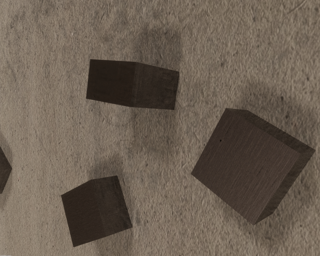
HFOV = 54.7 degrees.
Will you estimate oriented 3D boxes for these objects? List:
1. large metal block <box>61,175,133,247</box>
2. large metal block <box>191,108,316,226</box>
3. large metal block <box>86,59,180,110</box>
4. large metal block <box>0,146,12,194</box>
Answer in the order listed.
[{"bbox_3d":[-0.097,0.125,0.466,0.080,0.050,0.080,-30,72,35],"label":"large metal block"},{"bbox_3d":[0.091,0.035,0.312,0.080,0.050,0.079,38,113,33],"label":"large metal block"},{"bbox_3d":[-0.034,-0.055,0.395,0.080,0.081,0.050,13,98,39],"label":"large metal block"},{"bbox_3d":[-0.388,0.096,0.704,0.080,0.050,0.080,46,117,30],"label":"large metal block"}]
